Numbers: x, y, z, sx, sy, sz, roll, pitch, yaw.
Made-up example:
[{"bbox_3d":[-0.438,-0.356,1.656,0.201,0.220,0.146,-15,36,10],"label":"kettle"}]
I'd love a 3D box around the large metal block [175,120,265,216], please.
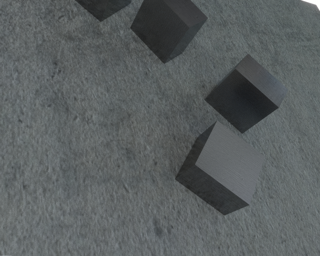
[{"bbox_3d":[0.079,0.051,0.401,0.080,0.050,0.080,37,51,-4],"label":"large metal block"}]

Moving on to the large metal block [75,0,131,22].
[{"bbox_3d":[-0.091,-0.223,0.476,0.080,0.050,0.080,40,51,-1],"label":"large metal block"}]

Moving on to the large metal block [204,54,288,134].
[{"bbox_3d":[0.130,-0.050,0.471,0.080,0.080,0.050,42,51,0],"label":"large metal block"}]

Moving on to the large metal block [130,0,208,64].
[{"bbox_3d":[0.012,-0.161,0.475,0.080,0.080,0.050,47,51,4],"label":"large metal block"}]
